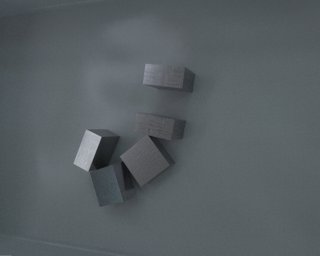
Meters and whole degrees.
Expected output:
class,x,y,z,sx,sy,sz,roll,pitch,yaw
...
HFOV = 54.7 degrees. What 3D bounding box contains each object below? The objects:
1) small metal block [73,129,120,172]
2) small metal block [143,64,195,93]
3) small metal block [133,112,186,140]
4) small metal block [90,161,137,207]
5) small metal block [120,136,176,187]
class,x,y,z,sx,sy,sz,roll,pitch,yaw
small metal block,-0.086,0.029,0.428,0.025,0.050,0.050,25,98,19
small metal block,0.013,-0.062,0.393,0.050,0.050,0.025,9,93,20
small metal block,0.001,-0.003,0.397,0.050,0.050,0.025,12,94,19
small metal block,-0.065,0.077,0.425,0.050,0.025,0.050,-22,83,38
small metal block,-0.016,0.043,0.416,0.050,0.025,0.050,-39,78,15
